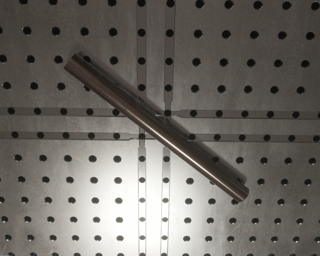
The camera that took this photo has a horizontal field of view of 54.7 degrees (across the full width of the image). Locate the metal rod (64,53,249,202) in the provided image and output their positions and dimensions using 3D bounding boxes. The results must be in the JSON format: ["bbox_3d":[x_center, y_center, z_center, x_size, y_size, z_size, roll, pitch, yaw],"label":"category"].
[{"bbox_3d":[0.005,0.007,0.416,0.301,0.025,0.025,38,106,-13],"label":"metal rod"}]
